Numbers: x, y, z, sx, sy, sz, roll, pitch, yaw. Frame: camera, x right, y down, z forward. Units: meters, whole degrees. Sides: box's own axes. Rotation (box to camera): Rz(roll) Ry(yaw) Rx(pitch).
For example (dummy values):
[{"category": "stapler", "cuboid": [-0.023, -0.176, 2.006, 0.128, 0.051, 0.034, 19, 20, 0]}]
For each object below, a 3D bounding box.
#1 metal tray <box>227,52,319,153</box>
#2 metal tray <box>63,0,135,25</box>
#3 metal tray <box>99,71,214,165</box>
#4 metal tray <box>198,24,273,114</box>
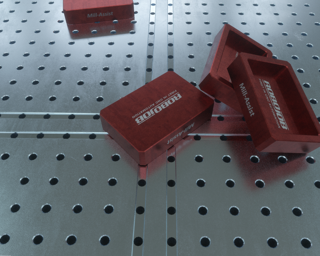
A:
[{"category": "metal tray", "cuboid": [0.147, -0.033, 0.397, 0.091, 0.030, 0.130, 4, 58, -25]}, {"category": "metal tray", "cuboid": [-0.122, -0.248, 0.612, 0.131, 0.030, 0.090, -9, 51, -8]}, {"category": "metal tray", "cuboid": [-0.003, -0.019, 0.421, 0.131, 0.030, 0.090, -34, 58, -25]}, {"category": "metal tray", "cuboid": [0.115, -0.087, 0.454, 0.090, 0.030, 0.130, 29, 52, -9]}]
